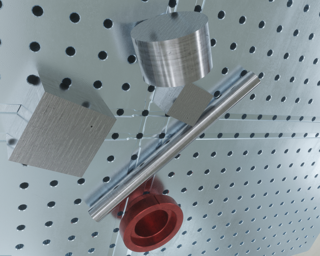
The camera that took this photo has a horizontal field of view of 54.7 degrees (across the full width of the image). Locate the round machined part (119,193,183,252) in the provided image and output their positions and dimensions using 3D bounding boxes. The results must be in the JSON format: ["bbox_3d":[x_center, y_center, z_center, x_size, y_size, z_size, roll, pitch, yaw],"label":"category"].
[{"bbox_3d":[-0.017,0.141,0.480,0.099,0.042,0.097,-14,125,-21],"label":"round machined part"}]

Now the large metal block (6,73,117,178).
[{"bbox_3d":[-0.108,-0.001,0.337,0.080,0.050,0.080,23,106,-37],"label":"large metal block"}]

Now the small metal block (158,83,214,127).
[{"bbox_3d":[0.034,-0.036,0.410,0.050,0.025,0.050,23,106,-37],"label":"small metal block"}]

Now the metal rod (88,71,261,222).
[{"bbox_3d":[0.021,0.026,0.440,0.300,0.025,0.025,-41,130,-1],"label":"metal rod"}]

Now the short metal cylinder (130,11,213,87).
[{"bbox_3d":[0.014,-0.086,0.332,0.081,0.080,0.050,-24,128,-14],"label":"short metal cylinder"}]
